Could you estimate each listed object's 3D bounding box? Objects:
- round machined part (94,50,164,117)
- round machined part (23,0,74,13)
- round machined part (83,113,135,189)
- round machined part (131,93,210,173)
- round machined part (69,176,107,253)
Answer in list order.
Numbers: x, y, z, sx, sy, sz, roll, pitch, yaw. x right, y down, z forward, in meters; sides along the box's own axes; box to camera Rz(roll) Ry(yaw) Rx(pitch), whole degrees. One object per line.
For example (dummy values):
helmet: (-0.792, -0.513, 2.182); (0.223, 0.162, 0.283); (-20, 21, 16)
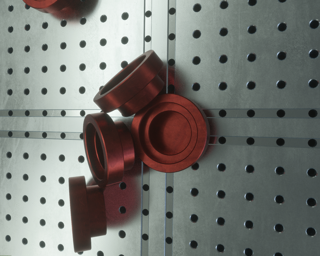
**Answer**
round machined part: (-0.034, -0.052, 0.394); (0.098, 0.098, 0.042); (-35, 110, 16)
round machined part: (-0.160, -0.219, 0.461); (0.098, 0.042, 0.097); (0, 90, 20)
round machined part: (-0.066, 0.027, 0.410); (0.098, 0.042, 0.097); (31, 126, 55)
round machined part: (0.016, 0.006, 0.398); (0.098, 0.042, 0.097); (0, 90, 20)
round machined part: (-0.097, 0.113, 0.419); (0.042, 0.098, 0.098); (-5, 88, -16)
